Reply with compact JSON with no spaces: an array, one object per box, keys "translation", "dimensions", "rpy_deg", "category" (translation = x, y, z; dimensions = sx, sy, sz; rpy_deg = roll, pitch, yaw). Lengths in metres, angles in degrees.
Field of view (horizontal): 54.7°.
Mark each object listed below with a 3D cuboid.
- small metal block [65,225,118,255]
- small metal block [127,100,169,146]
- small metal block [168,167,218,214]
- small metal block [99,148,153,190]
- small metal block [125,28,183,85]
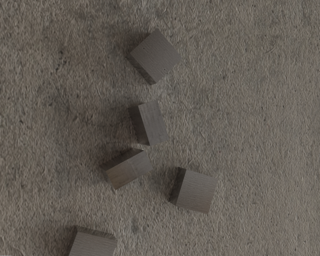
[{"translation":[-0.086,0.152,0.377],"dimensions":[0.050,0.025,0.050],"rpy_deg":[22,83,-19],"category":"small metal block"},{"translation":[-0.016,-0.006,0.390],"dimensions":[0.025,0.050,0.050],"rpy_deg":[-19,97,-19],"category":"small metal block"},{"translation":[0.046,0.086,0.426],"dimensions":[0.050,0.025,0.050],"rpy_deg":[19,84,-19],"category":"small metal block"},{"translation":[-0.043,0.048,0.380],"dimensions":[0.050,0.050,0.025],"rpy_deg":[-28,99,-18],"category":"small metal block"},{"translation":[-0.008,-0.092,0.406],"dimensions":[0.050,0.025,0.050],"rpy_deg":[-46,105,-14],"category":"small metal block"}]
